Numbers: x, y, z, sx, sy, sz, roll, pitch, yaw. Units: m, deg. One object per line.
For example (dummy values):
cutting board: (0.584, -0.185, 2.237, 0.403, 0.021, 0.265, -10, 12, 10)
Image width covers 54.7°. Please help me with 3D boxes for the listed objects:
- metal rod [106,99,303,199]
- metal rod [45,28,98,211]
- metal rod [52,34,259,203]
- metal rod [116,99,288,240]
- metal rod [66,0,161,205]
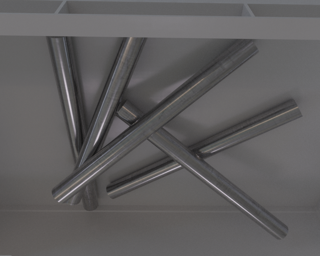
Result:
metal rod: (0.048, 0.038, 0.441, 0.300, 0.025, 0.025, -27, 125, 21)
metal rod: (-0.111, 0.014, 0.419, 0.025, 0.025, 0.298, 1, 130, -1)
metal rod: (-0.016, -0.002, 0.369, 0.300, 0.025, 0.025, -38, 121, 14)
metal rod: (0.065, 0.064, 0.423, 0.301, 0.025, 0.025, 38, 121, -14)
metal rod: (-0.070, -0.011, 0.378, 0.025, 0.025, 0.298, 18, 122, -15)
